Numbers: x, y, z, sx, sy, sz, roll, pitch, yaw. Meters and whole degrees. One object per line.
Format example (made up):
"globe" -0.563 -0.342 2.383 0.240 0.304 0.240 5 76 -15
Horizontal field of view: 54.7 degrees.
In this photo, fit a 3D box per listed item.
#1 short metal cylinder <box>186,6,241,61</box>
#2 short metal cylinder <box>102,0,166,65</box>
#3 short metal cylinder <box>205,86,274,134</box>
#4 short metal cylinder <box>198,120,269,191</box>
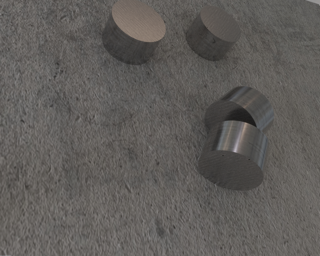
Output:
"short metal cylinder" 0.092 -0.163 0.537 0.081 0.050 0.080 14 56 -21
"short metal cylinder" -0.039 -0.139 0.452 0.081 0.050 0.080 14 56 -21
"short metal cylinder" 0.111 -0.012 0.435 0.080 0.080 0.050 49 51 6
"short metal cylinder" 0.095 0.036 0.397 0.080 0.080 0.050 32 52 -8
